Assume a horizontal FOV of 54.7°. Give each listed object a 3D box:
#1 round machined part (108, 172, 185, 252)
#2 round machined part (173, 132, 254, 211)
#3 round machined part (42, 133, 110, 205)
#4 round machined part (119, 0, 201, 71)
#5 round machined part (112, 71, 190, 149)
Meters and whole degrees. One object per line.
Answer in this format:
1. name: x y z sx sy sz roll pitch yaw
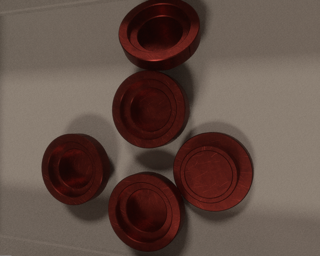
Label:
1. round machined part: -0.014 0.105 0.406 0.098 0.042 0.097 0 90 19
2. round machined part: 0.063 0.054 0.379 0.098 0.042 0.097 0 90 19
3. round machined part: -0.114 0.056 0.440 0.098 0.042 0.097 0 90 19
4. round machined part: 0.002 -0.111 0.387 0.098 0.042 0.098 -4 64 9
5. round machined part: -0.009 -0.023 0.403 0.098 0.042 0.097 0 91 20
